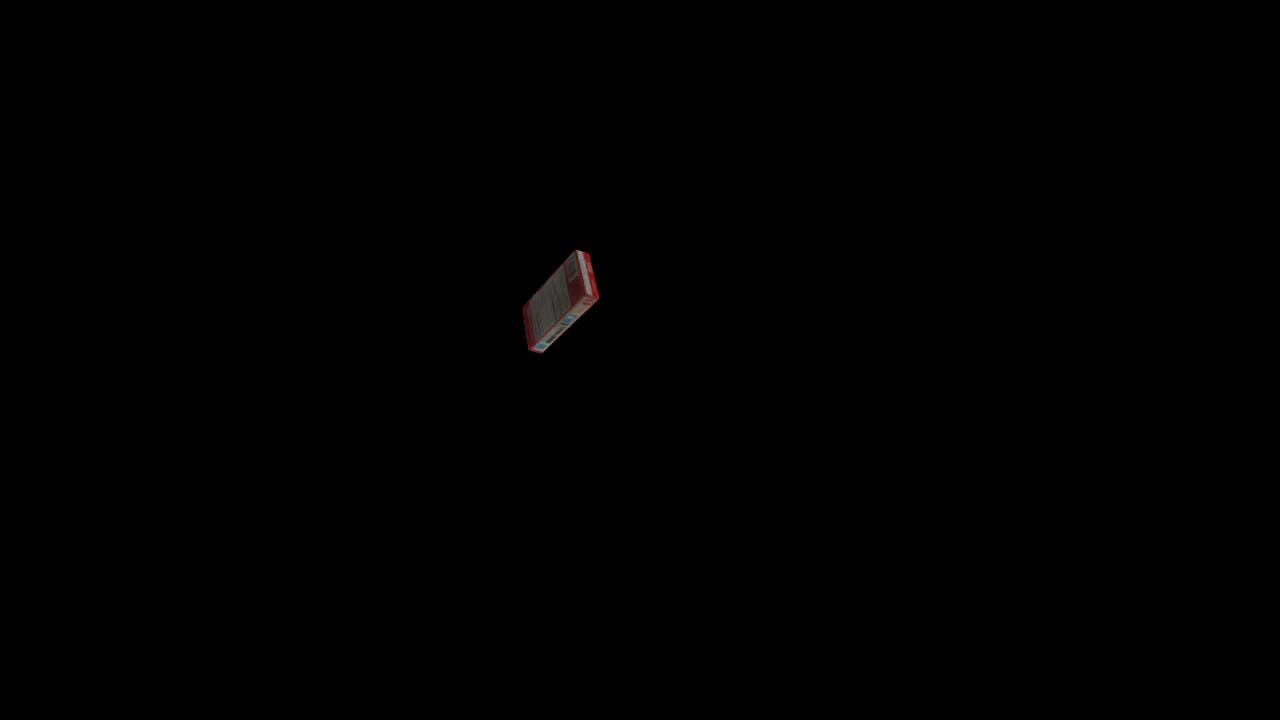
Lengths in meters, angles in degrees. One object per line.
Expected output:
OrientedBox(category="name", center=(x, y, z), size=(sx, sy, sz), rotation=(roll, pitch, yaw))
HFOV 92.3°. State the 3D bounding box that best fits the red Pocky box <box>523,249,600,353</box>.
OrientedBox(category="red Pocky box", center=(-0.119, -0.083, 0.896), size=(0.028, 0.083, 0.155), rotation=(11, -37, -40))
